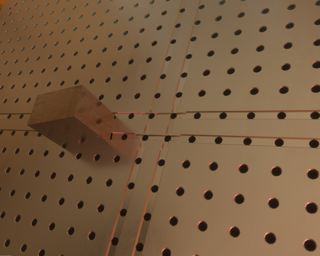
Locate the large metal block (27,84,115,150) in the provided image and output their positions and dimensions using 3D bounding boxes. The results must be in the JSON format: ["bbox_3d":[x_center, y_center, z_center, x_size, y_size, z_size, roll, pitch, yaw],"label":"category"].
[{"bbox_3d":[-0.125,-0.012,0.447,0.080,0.080,0.050,-9,58,24],"label":"large metal block"}]
